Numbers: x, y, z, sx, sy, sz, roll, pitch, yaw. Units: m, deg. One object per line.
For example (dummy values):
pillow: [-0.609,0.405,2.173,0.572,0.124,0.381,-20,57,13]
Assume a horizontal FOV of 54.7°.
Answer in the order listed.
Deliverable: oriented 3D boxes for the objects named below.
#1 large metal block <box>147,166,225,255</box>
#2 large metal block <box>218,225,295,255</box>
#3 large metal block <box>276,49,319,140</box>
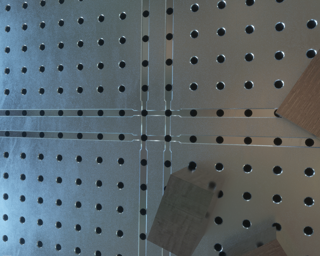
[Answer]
large metal block: [0.034,0.096,0.371,0.050,0.080,0.080,22,97,18]
large metal block: [0.121,0.172,0.357,0.080,0.050,0.080,-34,79,16]
large metal block: [0.184,-0.029,0.335,0.080,0.050,0.080,35,101,16]
